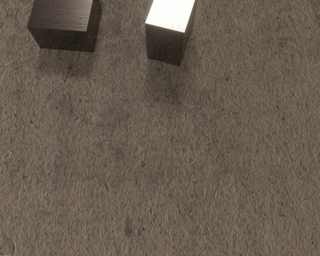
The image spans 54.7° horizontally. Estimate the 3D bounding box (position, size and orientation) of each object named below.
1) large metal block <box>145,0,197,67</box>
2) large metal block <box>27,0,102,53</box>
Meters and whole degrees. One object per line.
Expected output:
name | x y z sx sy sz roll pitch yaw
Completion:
large metal block | 0.017 -0.146 0.433 0.050 0.080 0.080 16 71 5
large metal block | -0.135 -0.162 0.452 0.080 0.050 0.080 5 70 1
